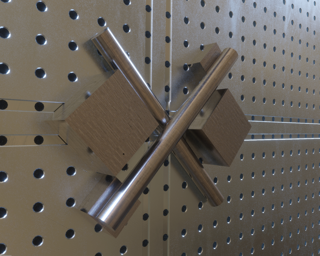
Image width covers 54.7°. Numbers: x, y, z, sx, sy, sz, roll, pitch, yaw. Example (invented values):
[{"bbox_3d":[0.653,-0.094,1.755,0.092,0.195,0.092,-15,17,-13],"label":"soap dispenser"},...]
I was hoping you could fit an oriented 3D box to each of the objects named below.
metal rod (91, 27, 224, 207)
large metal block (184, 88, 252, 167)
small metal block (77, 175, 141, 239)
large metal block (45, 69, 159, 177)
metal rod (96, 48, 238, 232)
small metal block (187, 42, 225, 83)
[{"bbox_3d":[0.010,0.003,0.416,0.025,0.025,0.299,-50,120,-28],"label":"metal rod"},{"bbox_3d":[0.083,-0.001,0.462,0.080,0.050,0.080,51,60,-28],"label":"large metal block"},{"bbox_3d":[-0.058,0.090,0.361,0.050,0.025,0.050,52,60,-27],"label":"small metal block"},{"bbox_3d":[-0.061,-0.006,0.342,0.080,0.050,0.080,-51,120,-28],"label":"large metal block"},{"bbox_3d":[0.024,-0.004,0.396,0.301,0.025,0.025,-52,121,-27],"label":"metal rod"},{"bbox_3d":[0.076,-0.093,0.473,0.050,0.025,0.050,-52,120,-27],"label":"small metal block"}]
